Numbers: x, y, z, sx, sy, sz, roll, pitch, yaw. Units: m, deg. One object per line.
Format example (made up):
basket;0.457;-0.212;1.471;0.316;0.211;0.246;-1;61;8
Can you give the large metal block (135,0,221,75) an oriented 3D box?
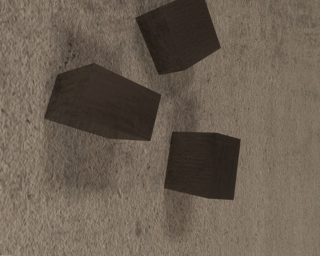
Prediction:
large metal block;0.026;-0.126;0.412;0.080;0.050;0.080;-37;113;-34

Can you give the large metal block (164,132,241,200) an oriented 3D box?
large metal block;0.056;0.049;0.418;0.050;0.080;0.080;14;81;-40

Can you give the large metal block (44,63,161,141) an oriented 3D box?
large metal block;-0.060;-0.022;0.320;0.080;0.080;0.050;21;77;-39
